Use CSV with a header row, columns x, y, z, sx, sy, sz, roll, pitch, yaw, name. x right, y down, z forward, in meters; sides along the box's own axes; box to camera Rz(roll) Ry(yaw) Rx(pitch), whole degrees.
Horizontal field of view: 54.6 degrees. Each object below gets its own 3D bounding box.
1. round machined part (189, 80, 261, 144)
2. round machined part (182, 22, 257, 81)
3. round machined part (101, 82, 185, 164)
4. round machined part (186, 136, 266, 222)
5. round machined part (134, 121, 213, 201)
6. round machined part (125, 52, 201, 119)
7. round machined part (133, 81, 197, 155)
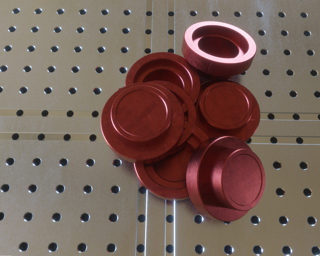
x,y,z,sx,sy,sz,roll,pitch,yaw,name
0.084,-0.022,0.411,0.099,0.042,0.098,0,70,0,round machined part
0.078,-0.102,0.429,0.099,0.042,0.098,4,49,-5,round machined part
-0.020,-0.010,0.361,0.099,0.042,0.098,0,70,0,round machined part
0.082,0.058,0.356,0.099,0.042,0.098,3,84,-32,round machined part
0.018,0.041,0.388,0.099,0.042,0.098,0,70,0,round machined part
0.004,-0.050,0.421,0.099,0.042,0.098,0,70,0,round machined part
-0.003,-0.009,0.406,0.099,0.042,0.098,0,70,0,round machined part
